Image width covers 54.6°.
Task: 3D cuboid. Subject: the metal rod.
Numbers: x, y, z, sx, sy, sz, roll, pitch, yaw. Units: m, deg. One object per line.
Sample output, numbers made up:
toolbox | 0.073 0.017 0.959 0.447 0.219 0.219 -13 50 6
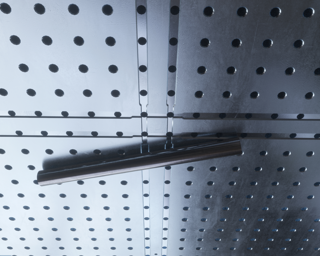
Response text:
metal rod | -0.035 0.051 0.454 0.301 0.025 0.025 -10 130 8
